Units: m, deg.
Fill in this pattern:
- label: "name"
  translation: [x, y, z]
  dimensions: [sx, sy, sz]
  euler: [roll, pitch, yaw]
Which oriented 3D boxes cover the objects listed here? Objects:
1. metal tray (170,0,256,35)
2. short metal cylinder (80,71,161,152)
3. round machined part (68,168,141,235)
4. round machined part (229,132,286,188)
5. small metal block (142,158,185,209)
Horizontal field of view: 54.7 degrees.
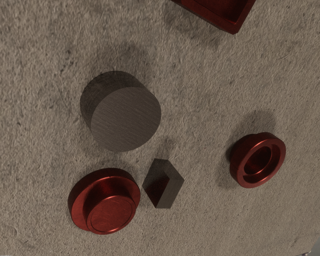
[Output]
- label: "metal tray"
  translation: [0.078, -0.180, 0.335]
  dimensions: [0.091, 0.030, 0.129]
  euler: [16, 110, -35]
- label: "short metal cylinder"
  translation: [-0.046, -0.019, 0.355]
  dimensions: [0.081, 0.050, 0.079]
  euler: [-14, 125, -21]
- label: "round machined part"
  translation: [-0.072, 0.106, 0.424]
  dimensions: [0.099, 0.042, 0.097]
  euler: [-14, 125, -21]
- label: "round machined part"
  translation: [0.155, 0.049, 0.514]
  dimensions: [0.099, 0.042, 0.097]
  euler: [-14, 125, -21]
- label: "small metal block"
  translation: [0.003, 0.079, 0.443]
  dimensions: [0.025, 0.050, 0.050]
  euler: [11, 113, -34]
